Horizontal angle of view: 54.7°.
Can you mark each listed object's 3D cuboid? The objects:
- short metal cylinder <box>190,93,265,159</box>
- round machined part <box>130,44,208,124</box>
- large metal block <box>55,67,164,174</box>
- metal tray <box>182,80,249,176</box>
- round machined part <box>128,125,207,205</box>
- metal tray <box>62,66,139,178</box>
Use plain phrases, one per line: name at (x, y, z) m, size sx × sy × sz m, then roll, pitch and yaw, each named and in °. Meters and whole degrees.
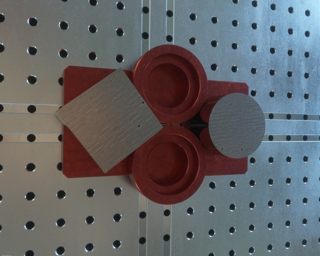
short metal cylinder at (0.086, -0.003, 0.398) m, size 0.081 × 0.050 × 0.079 m, roll 0°, pitch 90°, yaw -20°
round machined part at (0.008, -0.053, 0.397) m, size 0.099 × 0.042 × 0.097 m, roll 0°, pitch 90°, yaw -20°
large metal block at (-0.057, -0.009, 0.346) m, size 0.080 × 0.050 × 0.080 m, roll -38°, pitch 103°, yaw -16°
metal tray at (0.078, 0.000, 0.436) m, size 0.091 × 0.030 × 0.129 m, roll 1°, pitch 90°, yaw -20°
round machined part at (0.006, 0.045, 0.396) m, size 0.099 × 0.042 × 0.097 m, roll 0°, pitch 90°, yaw -20°
metal tray at (-0.073, -0.007, 0.383) m, size 0.091 × 0.030 × 0.129 m, roll 1°, pitch 90°, yaw -21°
